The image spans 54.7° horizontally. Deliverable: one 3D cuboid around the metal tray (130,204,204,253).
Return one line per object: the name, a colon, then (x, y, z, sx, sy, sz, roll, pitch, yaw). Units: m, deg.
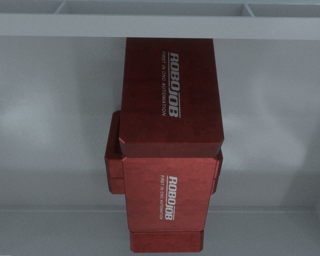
metal tray: (0.008, 0.119, 0.438, 0.091, 0.130, 0.030, 0, 109, -1)

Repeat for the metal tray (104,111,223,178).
metal tray: (0.004, 0.018, 0.380, 0.131, 0.090, 0.030, 1, 130, -1)

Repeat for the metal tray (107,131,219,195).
metal tray: (0.003, 0.041, 0.400, 0.131, 0.090, 0.030, 1, 130, -1)

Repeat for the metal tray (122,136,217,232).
metal tray: (0.008, 0.067, 0.342, 0.091, 0.030, 0.129, 0, 130, -1)

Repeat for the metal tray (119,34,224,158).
metal tray: (0.010, -0.036, 0.307, 0.091, 0.130, 0.030, 1, 150, -1)
